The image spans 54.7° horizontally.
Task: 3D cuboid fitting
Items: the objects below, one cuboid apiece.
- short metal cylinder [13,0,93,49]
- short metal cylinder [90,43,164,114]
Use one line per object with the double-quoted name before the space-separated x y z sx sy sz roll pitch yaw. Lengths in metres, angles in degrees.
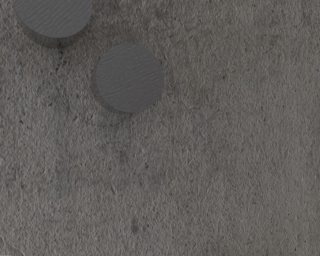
"short metal cylinder" -0.121 -0.136 0.351 0.081 0.050 0.080 0 90 -20
"short metal cylinder" -0.042 -0.058 0.380 0.081 0.050 0.080 0 90 -20
